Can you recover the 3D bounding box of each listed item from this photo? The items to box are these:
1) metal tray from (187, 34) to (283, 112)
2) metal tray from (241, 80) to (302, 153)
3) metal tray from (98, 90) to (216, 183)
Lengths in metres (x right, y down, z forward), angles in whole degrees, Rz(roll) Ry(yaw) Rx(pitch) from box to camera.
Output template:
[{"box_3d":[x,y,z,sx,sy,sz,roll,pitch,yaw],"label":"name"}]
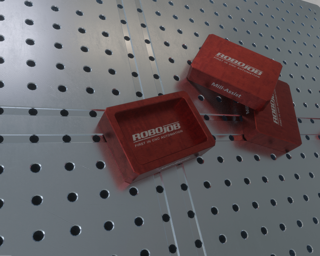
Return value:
[{"box_3d":[0.121,-0.091,0.497,0.130,0.030,0.090,26,57,7],"label":"metal tray"},{"box_3d":[0.182,-0.031,0.521,0.091,0.030,0.130,16,55,-19],"label":"metal tray"},{"box_3d":[-0.001,0.006,0.399,0.131,0.030,0.090,-17,71,-35],"label":"metal tray"}]
